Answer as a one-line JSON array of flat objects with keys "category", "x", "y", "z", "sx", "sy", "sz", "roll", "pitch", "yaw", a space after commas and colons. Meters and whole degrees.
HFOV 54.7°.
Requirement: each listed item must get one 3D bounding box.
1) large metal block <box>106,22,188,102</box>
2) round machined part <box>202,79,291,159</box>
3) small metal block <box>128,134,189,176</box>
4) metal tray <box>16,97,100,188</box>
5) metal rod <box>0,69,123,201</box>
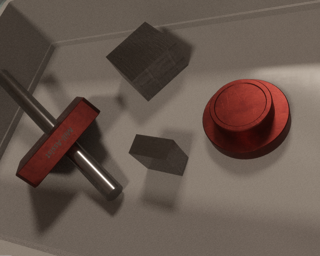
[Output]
[{"category": "large metal block", "x": -0.020, "y": -0.099, "z": 0.460, "sx": 0.080, "sy": 0.050, "sz": 0.080, "roll": -43, "pitch": 51, "yaw": -2}, {"category": "round machined part", "x": 0.096, "y": -0.017, "z": 0.354, "sx": 0.098, "sy": 0.042, "sz": 0.098, "roll": -13, "pitch": 56, "yaw": 20}, {"category": "small metal block", "x": -0.001, "y": 0.033, "z": 0.369, "sx": 0.050, "sy": 0.050, "sz": 0.025, "roll": 8, "pitch": 66, "yaw": 31}, {"category": "metal tray", "x": -0.145, "y": 0.014, "z": 0.440, "sx": 0.130, "sy": 0.030, "sz": 0.090, "roll": -51, "pitch": 20, "yaw": -9}, {"category": "metal rod", "x": -0.160, "y": -0.003, "z": 0.452, "sx": 0.300, "sy": 0.025, "sz": 0.025, "roll": 39, "pitch": 84, "yaw": 27}]
